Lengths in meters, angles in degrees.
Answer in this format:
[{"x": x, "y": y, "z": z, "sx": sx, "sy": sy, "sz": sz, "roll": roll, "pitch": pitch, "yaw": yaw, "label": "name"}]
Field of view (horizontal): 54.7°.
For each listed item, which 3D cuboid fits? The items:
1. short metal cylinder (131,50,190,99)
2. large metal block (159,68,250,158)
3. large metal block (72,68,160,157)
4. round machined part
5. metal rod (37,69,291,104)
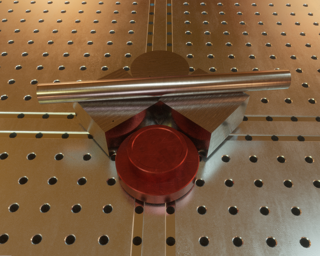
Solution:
[{"x": 0.000, "y": -0.066, "z": 0.442, "sx": 0.081, "sy": 0.050, "sz": 0.080, "roll": 0, "pitch": 50, "yaw": 0, "label": "short metal cylinder"}, {"x": 0.055, "y": -0.022, "z": 0.402, "sx": 0.080, "sy": 0.050, "sz": 0.080, "roll": 35, "pitch": 59, "yaw": 25, "label": "large metal block"}, {"x": -0.058, "y": -0.023, "z": 0.405, "sx": 0.081, "sy": 0.050, "sz": 0.080, "roll": -32, "pitch": 59, "yaw": -25, "label": "large metal block"}, {"x": -0.003, "y": 0.034, "z": 0.362, "sx": 0.099, "sy": 0.042, "sz": 0.098, "roll": 0, "pitch": 50, "yaw": 0, "label": "round machined part"}, {"x": 0.007, "y": -0.051, "z": 0.378, "sx": 0.302, "sy": 0.025, "sz": 0.025, "roll": -4, "pitch": 50, "yaw": -3, "label": "metal rod"}]
